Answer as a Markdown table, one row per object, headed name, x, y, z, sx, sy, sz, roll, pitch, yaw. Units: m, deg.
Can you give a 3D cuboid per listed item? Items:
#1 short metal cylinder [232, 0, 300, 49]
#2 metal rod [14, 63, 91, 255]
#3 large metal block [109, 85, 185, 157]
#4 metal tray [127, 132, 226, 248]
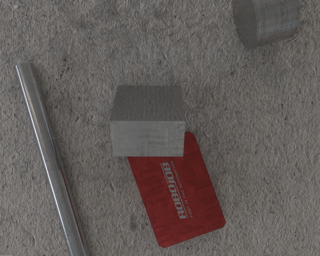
| name | x | y | z | sx | sy | sz | roll | pitch | yaw |
| --- | --- | --- | --- | --- | --- | --- | --- | --- | --- |
| short metal cylinder | 0.128 | -0.144 | 0.383 | 0.050 | 0.080 | 0.080 | -15 | 90 | 0 |
| metal rod | -0.137 | 0.061 | 0.408 | 0.025 | 0.025 | 0.298 | -16 | 90 | 0 |
| large metal block | -0.013 | -0.011 | 0.375 | 0.081 | 0.080 | 0.050 | 0 | 126 | 0 |
| metal tray | 0.021 | 0.079 | 0.408 | 0.090 | 0.030 | 0.129 | -20 | 90 | 0 |
